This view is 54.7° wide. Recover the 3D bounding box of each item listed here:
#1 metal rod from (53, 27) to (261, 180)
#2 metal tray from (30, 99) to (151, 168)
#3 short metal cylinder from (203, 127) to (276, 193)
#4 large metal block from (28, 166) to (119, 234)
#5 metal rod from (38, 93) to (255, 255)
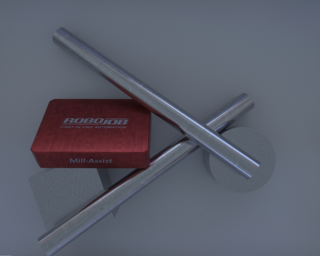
[{"bbox_3d":[-0.013,-0.037,0.380,0.300,0.025,0.025,36,90,12],"label":"metal rod"},{"bbox_3d":[-0.077,0.005,0.379,0.131,0.030,0.090,0,46,1],"label":"metal tray"},{"bbox_3d":[0.099,0.038,0.398,0.081,0.050,0.079,0,90,-1],"label":"short metal cylinder"},{"bbox_3d":[-0.106,0.083,0.393,0.080,0.050,0.080,-19,90,-1],"label":"large metal block"},{"bbox_3d":[-0.005,0.047,0.373,0.301,0.025,0.025,-34,90,-14],"label":"metal rod"}]
